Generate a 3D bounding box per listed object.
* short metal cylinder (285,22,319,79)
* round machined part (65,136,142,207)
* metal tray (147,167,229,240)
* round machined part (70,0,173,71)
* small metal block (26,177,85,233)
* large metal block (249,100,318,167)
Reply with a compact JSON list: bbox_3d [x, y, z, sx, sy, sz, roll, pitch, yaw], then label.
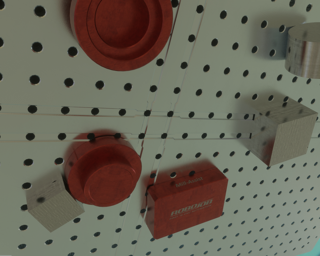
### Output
[{"bbox_3d":[0.217,-0.108,0.427,0.081,0.080,0.050,-20,126,-17],"label":"short metal cylinder"},{"bbox_3d":[-0.069,0.063,0.401,0.099,0.042,0.097,-14,124,-21],"label":"round machined part"},{"bbox_3d":[0.045,0.123,0.508,0.131,0.030,0.089,-12,124,-22],"label":"metal tray"},{"bbox_3d":[-0.040,-0.110,0.310,0.099,0.042,0.097,-14,124,-21],"label":"round machined part"},{"bbox_3d":[-0.134,0.100,0.400,0.050,0.025,0.050,-31,129,-8],"label":"small metal block"},{"bbox_3d":[0.200,0.008,0.509,0.081,0.050,0.079,-14,124,-21],"label":"large metal block"}]
